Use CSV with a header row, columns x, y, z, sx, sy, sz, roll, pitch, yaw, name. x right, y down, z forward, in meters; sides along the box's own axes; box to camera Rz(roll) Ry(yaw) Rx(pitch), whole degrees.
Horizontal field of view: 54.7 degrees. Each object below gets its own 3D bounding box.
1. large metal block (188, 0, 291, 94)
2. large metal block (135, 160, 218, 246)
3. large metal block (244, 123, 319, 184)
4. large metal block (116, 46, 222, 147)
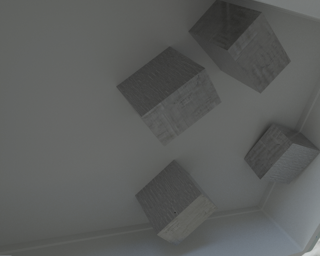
x,y,z,sx,sy,sz,roll,pitch,yaw,name
0.092,-0.096,0.364,0.050,0.080,0.080,-48,129,6,large metal block
0.022,0.107,0.451,0.080,0.080,0.050,-43,129,1,large metal block
0.206,0.046,0.525,0.081,0.050,0.080,14,121,-34,large metal block
0.008,-0.039,0.353,0.080,0.080,0.050,-38,129,-3,large metal block
